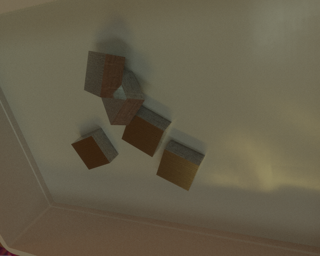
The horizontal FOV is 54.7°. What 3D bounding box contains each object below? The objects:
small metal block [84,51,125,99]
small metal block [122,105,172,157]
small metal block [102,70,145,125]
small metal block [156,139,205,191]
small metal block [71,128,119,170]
[{"bbox_3d":[-0.069,-0.066,0.380,0.050,0.025,0.050,25,109,51],"label":"small metal block"},{"bbox_3d":[-0.019,0.004,0.421,0.050,0.025,0.050,30,128,8],"label":"small metal block"},{"bbox_3d":[-0.049,-0.038,0.394,0.050,0.025,0.050,-53,49,39],"label":"small metal block"},{"bbox_3d":[0.028,0.051,0.426,0.050,0.025,0.050,25,128,12],"label":"small metal block"},{"bbox_3d":[-0.101,0.033,0.483,0.050,0.025,0.050,-20,108,35],"label":"small metal block"}]
